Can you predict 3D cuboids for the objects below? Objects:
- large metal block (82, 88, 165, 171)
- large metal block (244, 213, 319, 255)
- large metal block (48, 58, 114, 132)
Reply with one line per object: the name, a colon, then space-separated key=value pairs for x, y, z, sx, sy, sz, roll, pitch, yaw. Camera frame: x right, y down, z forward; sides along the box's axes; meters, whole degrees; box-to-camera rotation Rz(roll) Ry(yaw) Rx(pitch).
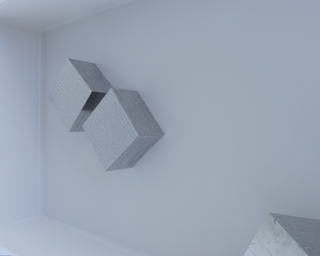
large metal block: x=-0.053 y=0.003 z=0.432 sx=0.080 sy=0.050 sz=0.080 roll=-46 pitch=63 yaw=30
large metal block: x=0.129 y=0.117 z=0.246 sx=0.050 sy=0.081 sz=0.080 roll=-68 pitch=25 yaw=18
large metal block: x=-0.123 y=-0.050 z=0.489 sx=0.080 sy=0.050 sz=0.080 roll=51 pitch=120 yaw=27
